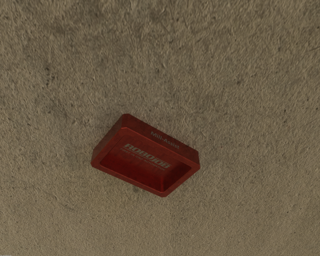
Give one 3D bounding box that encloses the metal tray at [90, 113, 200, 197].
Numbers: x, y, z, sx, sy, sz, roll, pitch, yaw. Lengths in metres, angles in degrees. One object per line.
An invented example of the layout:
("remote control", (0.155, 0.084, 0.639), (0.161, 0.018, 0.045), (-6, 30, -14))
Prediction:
("metal tray", (-0.020, 0.044, 0.443), (0.131, 0.030, 0.090), (29, 124, -23))
